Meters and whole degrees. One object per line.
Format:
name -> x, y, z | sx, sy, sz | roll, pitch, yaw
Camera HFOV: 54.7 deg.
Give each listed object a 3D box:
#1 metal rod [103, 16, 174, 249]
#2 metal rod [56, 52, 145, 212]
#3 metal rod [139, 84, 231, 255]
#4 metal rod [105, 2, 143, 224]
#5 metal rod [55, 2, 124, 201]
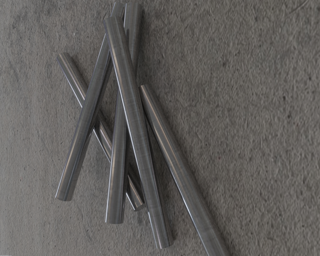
metal rod -> -0.028, 0.005, 0.401 | 0.025, 0.025, 0.298 | -13, 90, 39
metal rod -> -0.097, -0.008, 0.485 | 0.025, 0.025, 0.299 | -47, 62, 30
metal rod -> 0.035, 0.076, 0.375 | 0.025, 0.025, 0.299 | -38, 67, 33
metal rod -> -0.049, -0.023, 0.425 | 0.025, 0.025, 0.298 | 1, 85, 40
metal rod -> -0.100, -0.036, 0.460 | 0.025, 0.025, 0.298 | 21, 94, 38
